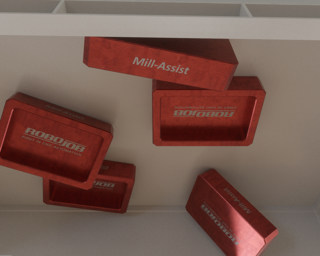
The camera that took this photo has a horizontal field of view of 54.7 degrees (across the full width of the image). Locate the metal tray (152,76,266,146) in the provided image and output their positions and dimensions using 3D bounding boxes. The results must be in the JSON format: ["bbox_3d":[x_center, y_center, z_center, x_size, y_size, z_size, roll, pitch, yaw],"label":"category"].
[{"bbox_3d":[0.056,-0.019,0.390,0.131,0.030,0.089,0,130,-1],"label":"metal tray"}]

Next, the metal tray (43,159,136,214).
[{"bbox_3d":[-0.110,0.088,0.478,0.131,0.030,0.089,10,130,-9],"label":"metal tray"}]

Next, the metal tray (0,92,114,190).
[{"bbox_3d":[-0.136,0.019,0.398,0.131,0.030,0.089,20,107,-15],"label":"metal tray"}]

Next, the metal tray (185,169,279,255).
[{"bbox_3d":[0.100,0.135,0.463,0.030,0.130,0.089,-20,140,-34],"label":"metal tray"}]

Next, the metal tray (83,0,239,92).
[{"bbox_3d":[0.001,-0.082,0.296,0.131,0.090,0.030,9,129,-9],"label":"metal tray"}]
